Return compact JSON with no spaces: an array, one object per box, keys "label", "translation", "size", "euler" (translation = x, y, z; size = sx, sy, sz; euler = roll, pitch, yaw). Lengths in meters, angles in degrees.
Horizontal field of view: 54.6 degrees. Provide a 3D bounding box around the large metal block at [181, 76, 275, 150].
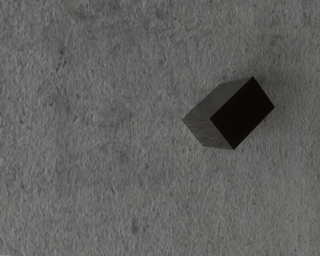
[{"label":"large metal block","translation":[0.087,-0.019,0.412],"size":[0.080,0.080,0.050],"euler":[-43,104,-15]}]
